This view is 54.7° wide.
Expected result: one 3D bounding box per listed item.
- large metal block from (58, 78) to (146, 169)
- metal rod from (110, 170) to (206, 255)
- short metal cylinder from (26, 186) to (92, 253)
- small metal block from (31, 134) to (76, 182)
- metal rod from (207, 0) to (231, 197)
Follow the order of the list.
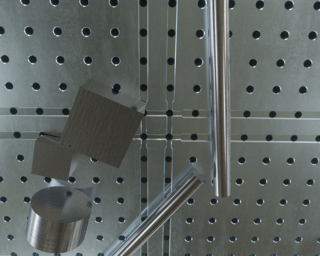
[{"bbox_3d":[-0.072,-0.007,0.397,0.080,0.050,0.080,23,108,-9],"label":"large metal block"},{"bbox_3d":[-0.040,0.176,0.477,0.025,0.025,0.299,38,106,-13],"label":"metal rod"},{"bbox_3d":[-0.139,0.124,0.429,0.080,0.080,0.050,15,110,-6],"label":"short metal cylinder"},{"bbox_3d":[-0.145,0.041,0.427,0.050,0.025,0.050,13,110,-5],"label":"small metal block"},{"bbox_3d":[0.077,-0.046,0.396,0.025,0.025,0.298,-5,110,2],"label":"metal rod"}]
